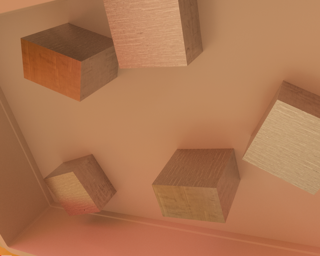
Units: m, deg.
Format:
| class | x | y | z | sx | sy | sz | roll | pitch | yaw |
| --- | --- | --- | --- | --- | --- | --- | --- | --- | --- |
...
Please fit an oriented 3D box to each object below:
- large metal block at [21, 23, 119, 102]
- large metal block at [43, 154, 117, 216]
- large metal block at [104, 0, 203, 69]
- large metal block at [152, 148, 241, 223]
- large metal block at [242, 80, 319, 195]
| class | x | y | z | sx | sy | sz | roll | pitch | yaw |
| --- | --- | --- | --- | --- | --- | --- | --- | --- | --- |
| large metal block | -0.105 | -0.083 | 0.377 | 0.080 | 0.080 | 0.050 | 23 | 127 | 14 |
| large metal block | -0.135 | 0.098 | 0.524 | 0.080 | 0.050 | 0.080 | -18 | 109 | 35 |
| large metal block | -0.005 | -0.110 | 0.327 | 0.080 | 0.050 | 0.079 | 3 | 120 | 26 |
| large metal block | 0.049 | 0.068 | 0.390 | 0.080 | 0.080 | 0.050 | -3 | 117 | 29 |
| large metal block | 0.144 | 0.009 | 0.322 | 0.080 | 0.050 | 0.079 | 27 | 128 | 11 |
